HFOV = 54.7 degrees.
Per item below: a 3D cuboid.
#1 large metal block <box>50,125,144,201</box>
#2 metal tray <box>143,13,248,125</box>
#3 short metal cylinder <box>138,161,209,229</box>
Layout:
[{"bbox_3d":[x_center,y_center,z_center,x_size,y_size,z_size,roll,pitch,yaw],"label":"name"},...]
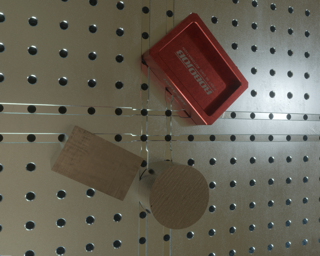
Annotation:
[{"bbox_3d":[-0.076,0.037,0.356,0.080,0.080,0.050,29,81,-18],"label":"large metal block"},{"bbox_3d":[0.051,-0.078,0.428,0.090,0.030,0.130,-44,104,-15],"label":"metal tray"},{"bbox_3d":[0.017,0.085,0.406,0.081,0.050,0.079,0,90,-20],"label":"short metal cylinder"}]
